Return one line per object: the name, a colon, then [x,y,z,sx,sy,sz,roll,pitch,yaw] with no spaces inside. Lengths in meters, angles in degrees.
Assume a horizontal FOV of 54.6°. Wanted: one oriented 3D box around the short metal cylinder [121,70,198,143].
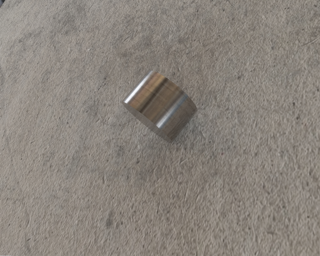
short metal cylinder: [-0.001,-0.026,0.386,0.080,0.080,0.050,33,81,38]
